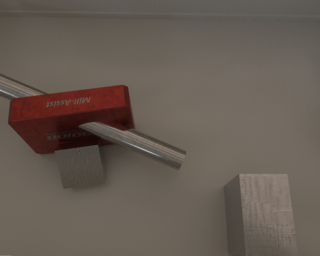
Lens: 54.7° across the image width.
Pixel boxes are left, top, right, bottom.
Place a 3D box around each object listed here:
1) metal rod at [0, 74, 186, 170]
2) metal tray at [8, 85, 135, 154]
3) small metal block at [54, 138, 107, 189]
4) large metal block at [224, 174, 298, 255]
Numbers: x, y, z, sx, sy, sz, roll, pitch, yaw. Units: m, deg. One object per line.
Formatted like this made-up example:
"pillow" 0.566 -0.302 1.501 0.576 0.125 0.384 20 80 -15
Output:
"metal rod" -0.113 -0.020 0.362 0.301 0.025 0.025 23 71 0
"metal tray" -0.098 -0.007 0.374 0.131 0.090 0.030 -8 63 -3
"small metal block" -0.096 0.043 0.380 0.050 0.025 0.050 -8 107 -3
"large metal block" 0.107 0.098 0.346 0.050 0.080 0.080 0 70 0
